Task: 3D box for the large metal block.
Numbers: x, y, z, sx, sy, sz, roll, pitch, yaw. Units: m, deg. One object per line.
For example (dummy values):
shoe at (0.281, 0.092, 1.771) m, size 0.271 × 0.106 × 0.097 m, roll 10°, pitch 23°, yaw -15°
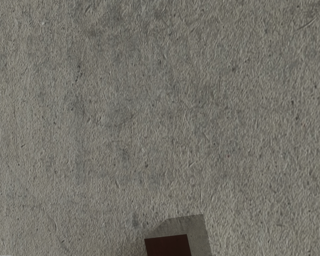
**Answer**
large metal block at (0.028, 0.156, 0.370) m, size 0.050 × 0.080 × 0.080 m, roll -14°, pitch 86°, yaw 19°
